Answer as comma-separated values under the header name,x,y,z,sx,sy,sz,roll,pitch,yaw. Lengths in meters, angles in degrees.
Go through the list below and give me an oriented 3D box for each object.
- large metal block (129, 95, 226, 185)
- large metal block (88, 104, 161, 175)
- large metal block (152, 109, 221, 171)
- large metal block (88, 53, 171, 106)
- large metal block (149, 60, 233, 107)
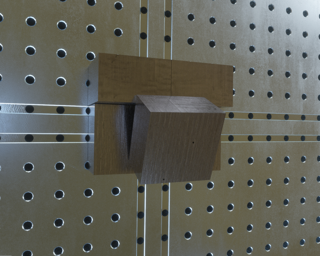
name,x,y,z,sx,sy,sz,roll,pitch,yaw
large metal block,0.015,0.011,0.335,0.081,0.050,0.079,0,114,-21
large metal block,-0.044,0.013,0.382,0.081,0.050,0.079,1,90,-21
large metal block,0.032,0.014,0.410,0.081,0.050,0.079,1,90,-21
large metal block,-0.039,-0.052,0.368,0.081,0.080,0.050,1,90,-20
large metal block,0.037,-0.051,0.397,0.081,0.080,0.050,1,90,-20
